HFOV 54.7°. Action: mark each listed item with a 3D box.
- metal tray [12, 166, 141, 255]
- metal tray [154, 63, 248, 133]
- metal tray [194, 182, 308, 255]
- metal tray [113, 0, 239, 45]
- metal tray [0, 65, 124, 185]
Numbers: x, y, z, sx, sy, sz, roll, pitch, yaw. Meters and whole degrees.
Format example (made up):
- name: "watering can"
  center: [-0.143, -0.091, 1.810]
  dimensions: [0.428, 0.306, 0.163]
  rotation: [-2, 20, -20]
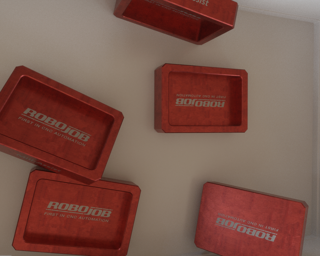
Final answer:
- name: "metal tray"
  center: [-0.097, 0.102, 0.372]
  dimensions: [0.131, 0.030, 0.090]
  rotation: [14, 85, -20]
- name: "metal tray"
  center: [0.059, -0.038, 0.430]
  dimensions: [0.131, 0.030, 0.089]
  rotation: [0, 90, -21]
- name: "metal tray"
  center: [0.115, 0.127, 0.404]
  dimensions: [0.030, 0.130, 0.089]
  rotation: [16, 83, -58]
- name: "metal tray"
  center: [0.017, -0.146, 0.382]
  dimensions: [0.131, 0.090, 0.030]
  rotation: [13, 86, -20]
- name: "metal tray"
  center: [-0.116, -0.001, 0.348]
  dimensions: [0.131, 0.030, 0.090]
  rotation: [26, 62, -17]
